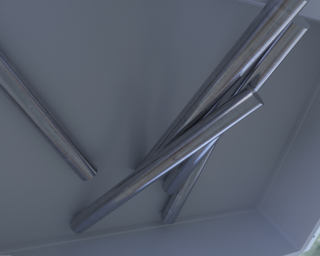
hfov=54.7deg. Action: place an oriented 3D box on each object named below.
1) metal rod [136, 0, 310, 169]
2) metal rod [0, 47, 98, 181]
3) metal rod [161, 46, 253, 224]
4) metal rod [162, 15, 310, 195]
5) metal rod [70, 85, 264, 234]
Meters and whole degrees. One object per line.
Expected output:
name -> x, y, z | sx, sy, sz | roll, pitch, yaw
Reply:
metal rod -> 0.039, -0.018, 0.340 | 0.025, 0.025, 0.298 | 4, 142, -31
metal rod -> -0.145, -0.045, 0.301 | 0.025, 0.025, 0.299 | -33, 129, -7
metal rod -> 0.072, 0.021, 0.463 | 0.025, 0.025, 0.298 | 12, 112, -34
metal rod -> 0.067, -0.001, 0.373 | 0.025, 0.025, 0.298 | -2, 142, -28
metal rod -> -0.011, 0.052, 0.367 | 0.299, 0.025, 0.025 | -39, 134, 26
